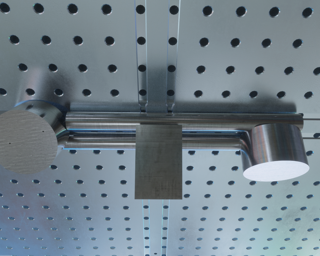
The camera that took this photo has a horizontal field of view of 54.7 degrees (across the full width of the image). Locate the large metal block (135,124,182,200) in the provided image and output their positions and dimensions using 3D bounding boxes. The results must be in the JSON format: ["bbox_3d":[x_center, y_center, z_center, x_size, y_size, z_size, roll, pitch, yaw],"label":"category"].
[{"bbox_3d":[-0.002,0.041,0.371,0.050,0.080,0.080,1,172,-1],"label":"large metal block"}]

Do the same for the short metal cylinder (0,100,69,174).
[{"bbox_3d":[-0.160,0.010,0.383,0.081,0.050,0.079,0,107,-1],"label":"short metal cylinder"}]

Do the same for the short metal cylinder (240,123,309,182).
[{"bbox_3d":[0.148,0.034,0.408,0.081,0.050,0.080,0,152,0],"label":"short metal cylinder"}]

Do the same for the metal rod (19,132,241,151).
[{"bbox_3d":[-0.043,0.018,0.426,0.302,0.025,0.025,0,130,-1],"label":"metal rod"}]

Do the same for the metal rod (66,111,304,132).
[{"bbox_3d":[0.032,-0.008,0.404,0.302,0.025,0.025,1,130,-1],"label":"metal rod"}]
